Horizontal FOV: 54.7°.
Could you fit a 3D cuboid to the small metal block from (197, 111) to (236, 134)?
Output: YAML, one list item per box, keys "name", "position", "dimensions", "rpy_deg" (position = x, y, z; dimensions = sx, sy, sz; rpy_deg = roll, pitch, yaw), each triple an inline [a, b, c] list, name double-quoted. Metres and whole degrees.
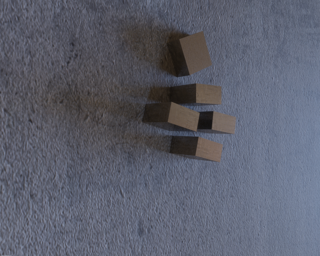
- name: "small metal block"
  position: [0.074, -0.007, 0.450]
  dimensions: [0.050, 0.050, 0.025]
  rpy_deg: [10, 84, -40]

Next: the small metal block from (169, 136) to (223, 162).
- name: "small metal block"
  position: [0.050, 0.029, 0.430]
  dimensions: [0.050, 0.050, 0.025]
  rpy_deg: [18, 79, -39]

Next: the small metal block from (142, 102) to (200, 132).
- name: "small metal block"
  position: [0.014, -0.013, 0.400]
  dimensions: [0.050, 0.050, 0.025]
  rpy_deg: [17, 79, -39]

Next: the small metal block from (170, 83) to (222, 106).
- name: "small metal block"
  position: [0.049, -0.045, 0.429]
  dimensions: [0.050, 0.050, 0.025]
  rpy_deg: [0, 91, -40]

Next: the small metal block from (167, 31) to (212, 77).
- name: "small metal block"
  position: [0.043, -0.105, 0.440]
  dimensions: [0.050, 0.025, 0.050]
  rpy_deg: [-30, 109, -36]
